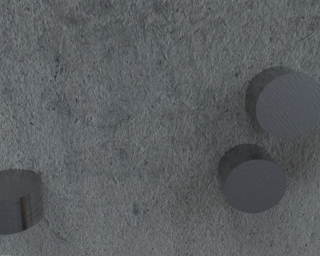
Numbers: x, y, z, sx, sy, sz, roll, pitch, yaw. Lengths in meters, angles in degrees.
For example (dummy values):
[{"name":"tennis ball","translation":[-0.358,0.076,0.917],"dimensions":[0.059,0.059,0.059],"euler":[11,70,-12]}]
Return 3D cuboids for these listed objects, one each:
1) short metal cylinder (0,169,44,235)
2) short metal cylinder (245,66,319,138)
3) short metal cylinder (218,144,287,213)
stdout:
[{"name":"short metal cylinder","translation":[-0.199,0.096,0.414],"dimensions":[0.081,0.080,0.050],"euler":[4,110,-2]},{"name":"short metal cylinder","translation":[0.152,-0.033,0.385],"dimensions":[0.081,0.050,0.079],"euler":[0,110,0]},{"name":"short metal cylinder","translation":[0.123,0.068,0.422],"dimensions":[0.081,0.050,0.079],"euler":[0,110,0]}]
